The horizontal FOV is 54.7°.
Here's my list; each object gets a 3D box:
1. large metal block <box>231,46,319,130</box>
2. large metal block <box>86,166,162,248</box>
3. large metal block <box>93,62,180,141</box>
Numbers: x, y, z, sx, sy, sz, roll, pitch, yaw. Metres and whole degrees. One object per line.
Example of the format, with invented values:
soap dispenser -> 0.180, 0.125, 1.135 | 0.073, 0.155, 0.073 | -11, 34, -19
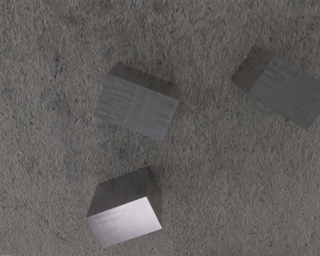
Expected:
large metal block -> 0.139, -0.050, 0.363 | 0.080, 0.080, 0.050 | 28, 108, -10
large metal block -> -0.044, 0.103, 0.418 | 0.080, 0.080, 0.050 | -21, 109, 7
large metal block -> -0.025, -0.035, 0.367 | 0.080, 0.080, 0.050 | 20, 109, -7
